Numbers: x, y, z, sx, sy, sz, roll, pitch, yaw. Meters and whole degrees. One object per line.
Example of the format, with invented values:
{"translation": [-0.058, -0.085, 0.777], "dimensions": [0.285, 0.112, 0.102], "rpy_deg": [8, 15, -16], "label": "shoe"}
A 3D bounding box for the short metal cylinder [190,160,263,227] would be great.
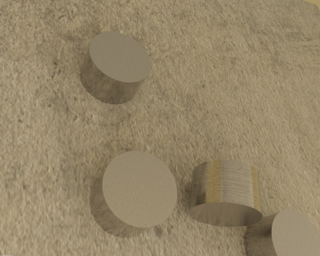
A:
{"translation": [0.077, 0.079, 0.364], "dimensions": [0.080, 0.080, 0.050], "rpy_deg": [20, 54, -17], "label": "short metal cylinder"}

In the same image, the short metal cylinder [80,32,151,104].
{"translation": [-0.058, -0.078, 0.405], "dimensions": [0.081, 0.050, 0.080], "rpy_deg": [14, 56, -21], "label": "short metal cylinder"}

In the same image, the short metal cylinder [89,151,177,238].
{"translation": [-0.029, 0.071, 0.330], "dimensions": [0.081, 0.050, 0.080], "rpy_deg": [14, 56, -21], "label": "short metal cylinder"}

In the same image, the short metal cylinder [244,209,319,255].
{"translation": [0.153, 0.147, 0.383], "dimensions": [0.081, 0.050, 0.080], "rpy_deg": [14, 56, -21], "label": "short metal cylinder"}
